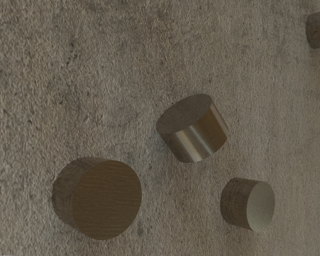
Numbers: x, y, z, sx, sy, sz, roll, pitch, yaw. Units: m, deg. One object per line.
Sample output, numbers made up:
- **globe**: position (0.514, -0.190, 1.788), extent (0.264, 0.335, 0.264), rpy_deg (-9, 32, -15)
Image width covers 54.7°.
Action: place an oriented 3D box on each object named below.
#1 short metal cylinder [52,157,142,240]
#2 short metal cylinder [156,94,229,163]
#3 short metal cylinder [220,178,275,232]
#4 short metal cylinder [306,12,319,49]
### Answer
- **short metal cylinder**: position (-0.067, 0.072, 0.332), extent (0.081, 0.050, 0.080), rpy_deg (0, 90, -40)
- **short metal cylinder**: position (0.042, -0.001, 0.404), extent (0.080, 0.080, 0.050), rpy_deg (-49, 119, -29)
- **short metal cylinder**: position (0.145, 0.125, 0.510), extent (0.081, 0.050, 0.080), rpy_deg (0, 90, -40)
- **short metal cylinder**: position (0.373, -0.224, 0.700), extent (0.081, 0.050, 0.080), rpy_deg (0, 90, -40)
